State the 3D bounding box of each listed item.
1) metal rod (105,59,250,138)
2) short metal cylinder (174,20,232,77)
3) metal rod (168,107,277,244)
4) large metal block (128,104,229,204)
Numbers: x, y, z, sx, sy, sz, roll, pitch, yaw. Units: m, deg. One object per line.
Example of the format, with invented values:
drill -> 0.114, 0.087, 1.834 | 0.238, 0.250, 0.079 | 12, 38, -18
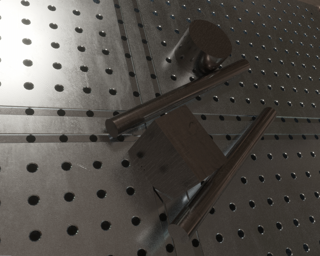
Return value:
metal rod -> 0.046, -0.056, 0.469 | 0.302, 0.025, 0.025 | -28, 78, -38
short metal cylinder -> 0.071, -0.131, 0.512 | 0.081, 0.050, 0.080 | 14, 56, -21
metal rod -> 0.102, 0.041, 0.419 | 0.025, 0.025, 0.302 | 47, 45, 4
large metal block -> 0.018, 0.032, 0.364 | 0.050, 0.080, 0.080 | -29, 78, -38
